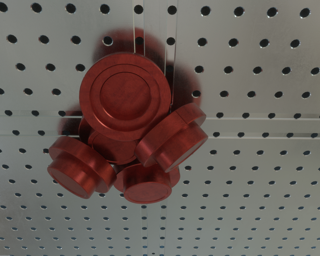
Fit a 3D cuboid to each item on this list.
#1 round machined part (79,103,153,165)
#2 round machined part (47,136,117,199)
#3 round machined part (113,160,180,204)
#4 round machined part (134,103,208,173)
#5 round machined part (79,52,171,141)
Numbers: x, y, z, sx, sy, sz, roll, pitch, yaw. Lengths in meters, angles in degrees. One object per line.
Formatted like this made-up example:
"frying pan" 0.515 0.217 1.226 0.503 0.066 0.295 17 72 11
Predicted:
"round machined part" -0.057 0.011 0.407 0.099 0.042 0.097 -1 130 0
"round machined part" -0.111 0.059 0.418 0.098 0.042 0.097 24 148 17
"round machined part" -0.019 0.077 0.450 0.099 0.042 0.097 -5 142 -4
"round machined part" 0.020 0.017 0.377 0.042 0.099 0.097 50 123 13
"round machined part" -0.039 -0.038 0.353 0.099 0.042 0.097 -2 109 -5
